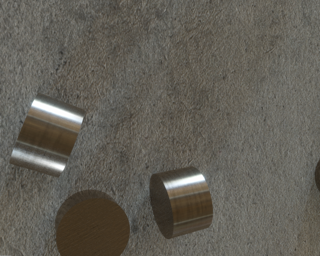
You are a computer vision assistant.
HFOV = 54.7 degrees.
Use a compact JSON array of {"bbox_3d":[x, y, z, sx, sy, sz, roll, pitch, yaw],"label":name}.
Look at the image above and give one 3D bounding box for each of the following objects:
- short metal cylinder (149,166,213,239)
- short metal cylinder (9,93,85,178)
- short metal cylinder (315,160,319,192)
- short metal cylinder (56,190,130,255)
[{"bbox_3d":[0.024,0.092,0.389,0.050,0.080,0.080,-9,93,-20],"label":"short metal cylinder"},{"bbox_3d":[-0.121,0.008,0.335,0.050,0.080,0.080,22,83,-19],"label":"short metal cylinder"},{"bbox_3d":[0.305,0.080,0.508,0.081,0.050,0.080,0,90,-20],"label":"short metal cylinder"},{"bbox_3d":[-0.081,0.117,0.366,0.081,0.050,0.080,0,90,-20],"label":"short metal cylinder"}]
